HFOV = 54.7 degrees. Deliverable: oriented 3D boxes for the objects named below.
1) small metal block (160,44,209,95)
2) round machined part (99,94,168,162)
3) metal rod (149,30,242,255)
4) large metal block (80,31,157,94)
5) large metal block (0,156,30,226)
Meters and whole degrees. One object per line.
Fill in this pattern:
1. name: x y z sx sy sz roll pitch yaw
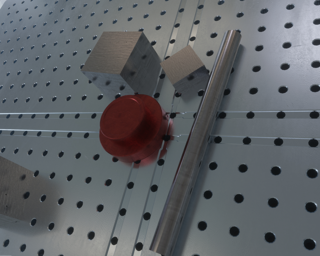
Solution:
1. small metal block: 0.035 -0.083 0.441 0.050 0.025 0.050 -32 52 7
2. round machined part: -0.042 -0.006 0.424 0.098 0.042 0.098 -13 56 21
3. metal rod: 0.051 0.002 0.380 0.025 0.025 0.300 8 65 31
4. large metal block: -0.064 -0.105 0.490 0.080 0.050 0.080 11 67 33
5. large metal block: -0.242 0.089 0.446 0.050 0.080 0.080 -18 55 18
